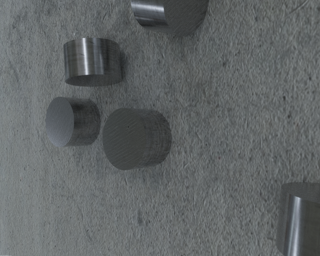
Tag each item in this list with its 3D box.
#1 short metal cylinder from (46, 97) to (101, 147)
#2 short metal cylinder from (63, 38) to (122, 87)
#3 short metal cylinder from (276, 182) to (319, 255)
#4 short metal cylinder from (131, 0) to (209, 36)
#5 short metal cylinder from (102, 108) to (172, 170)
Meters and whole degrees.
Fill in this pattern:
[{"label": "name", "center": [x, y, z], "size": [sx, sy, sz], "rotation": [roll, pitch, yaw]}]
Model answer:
[{"label": "short metal cylinder", "center": [-0.143, -0.010, 0.507], "size": [0.080, 0.050, 0.080], "rotation": [0, 90, 40]}, {"label": "short metal cylinder", "center": [-0.097, -0.093, 0.450], "size": [0.080, 0.081, 0.050], "rotation": [-7, 86, 40]}, {"label": "short metal cylinder", "center": [0.140, 0.079, 0.254], "size": [0.080, 0.081, 0.050], "rotation": [7, 95, 40]}, {"label": "short metal cylinder", "center": [0.013, -0.151, 0.359], "size": [0.050, 0.081, 0.079], "rotation": [24, 105, 37]}, {"label": "short metal cylinder", "center": [-0.031, 0.014, 0.415], "size": [0.080, 0.050, 0.080], "rotation": [0, 90, 40]}]
